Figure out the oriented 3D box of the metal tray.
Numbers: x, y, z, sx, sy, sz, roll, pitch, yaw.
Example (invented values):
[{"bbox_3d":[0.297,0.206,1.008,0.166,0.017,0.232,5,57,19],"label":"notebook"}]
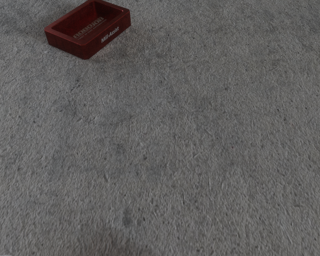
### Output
[{"bbox_3d":[-0.124,-0.180,0.549,0.090,0.030,0.130,26,54,20],"label":"metal tray"}]
